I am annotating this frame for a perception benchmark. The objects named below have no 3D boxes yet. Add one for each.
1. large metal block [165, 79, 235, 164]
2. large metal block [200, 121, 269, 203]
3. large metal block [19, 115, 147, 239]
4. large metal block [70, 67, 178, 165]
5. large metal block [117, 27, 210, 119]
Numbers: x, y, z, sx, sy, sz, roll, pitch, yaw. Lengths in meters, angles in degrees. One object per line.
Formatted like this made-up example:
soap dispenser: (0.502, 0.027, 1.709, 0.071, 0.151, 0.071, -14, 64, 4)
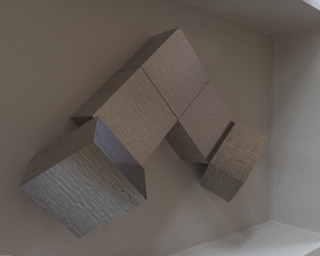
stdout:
large metal block: (0.050, -0.009, 0.429, 0.080, 0.050, 0.080, -51, 120, -27)
large metal block: (0.106, 0.050, 0.449, 0.080, 0.050, 0.080, -51, 164, -27)
large metal block: (-0.070, 0.048, 0.301, 0.080, 0.050, 0.080, -31, 117, 10)
large metal block: (-0.038, -0.011, 0.356, 0.080, 0.050, 0.080, -51, 120, -27)
large metal block: (0.007, -0.067, 0.393, 0.080, 0.050, 0.080, -51, 120, -27)
